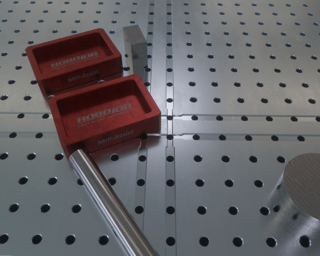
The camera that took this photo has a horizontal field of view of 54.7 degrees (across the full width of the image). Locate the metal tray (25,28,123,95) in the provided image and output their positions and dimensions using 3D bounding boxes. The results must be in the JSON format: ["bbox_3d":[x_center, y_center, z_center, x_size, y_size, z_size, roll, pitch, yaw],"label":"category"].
[{"bbox_3d":[-0.136,-0.110,0.495,0.131,0.030,0.090,-21,53,-17],"label":"metal tray"}]

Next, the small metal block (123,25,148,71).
[{"bbox_3d":[-0.040,-0.130,0.500,0.025,0.050,0.050,-14,52,-12],"label":"small metal block"}]

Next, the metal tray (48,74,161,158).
[{"bbox_3d":[-0.074,-0.020,0.420,0.131,0.030,0.090,-19,53,-15],"label":"metal tray"}]

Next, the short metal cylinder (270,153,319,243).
[{"bbox_3d":[0.165,0.074,0.331,0.081,0.050,0.080,0,50,0],"label":"short metal cylinder"}]

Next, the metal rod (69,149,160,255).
[{"bbox_3d":[-0.012,0.128,0.299,0.025,0.025,0.300,-29,56,-22],"label":"metal rod"}]
